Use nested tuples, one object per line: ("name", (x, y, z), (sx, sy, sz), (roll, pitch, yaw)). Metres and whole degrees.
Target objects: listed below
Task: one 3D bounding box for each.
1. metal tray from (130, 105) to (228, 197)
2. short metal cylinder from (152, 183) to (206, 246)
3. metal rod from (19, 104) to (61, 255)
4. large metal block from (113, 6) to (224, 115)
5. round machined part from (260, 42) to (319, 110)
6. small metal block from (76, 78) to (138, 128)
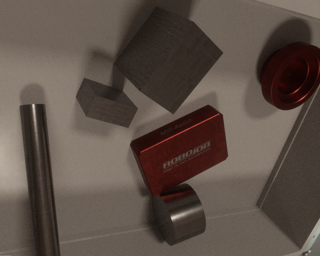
("metal tray", (0.032, 0.033, 0.445), (0.131, 0.030, 0.090), (-26, 128, -13))
("short metal cylinder", (0.027, 0.130, 0.470), (0.050, 0.080, 0.079), (-14, 124, -21))
("metal rod", (-0.120, 0.124, 0.327), (0.025, 0.025, 0.298), (-6, 91, -26))
("large metal block", (0.005, -0.074, 0.331), (0.050, 0.080, 0.080), (32, 100, -39))
("round machined part", (0.188, -0.078, 0.455), (0.099, 0.042, 0.097), (-14, 125, -21))
("small metal block", (-0.060, -0.028, 0.344), (0.050, 0.050, 0.025), (16, 110, -35))
